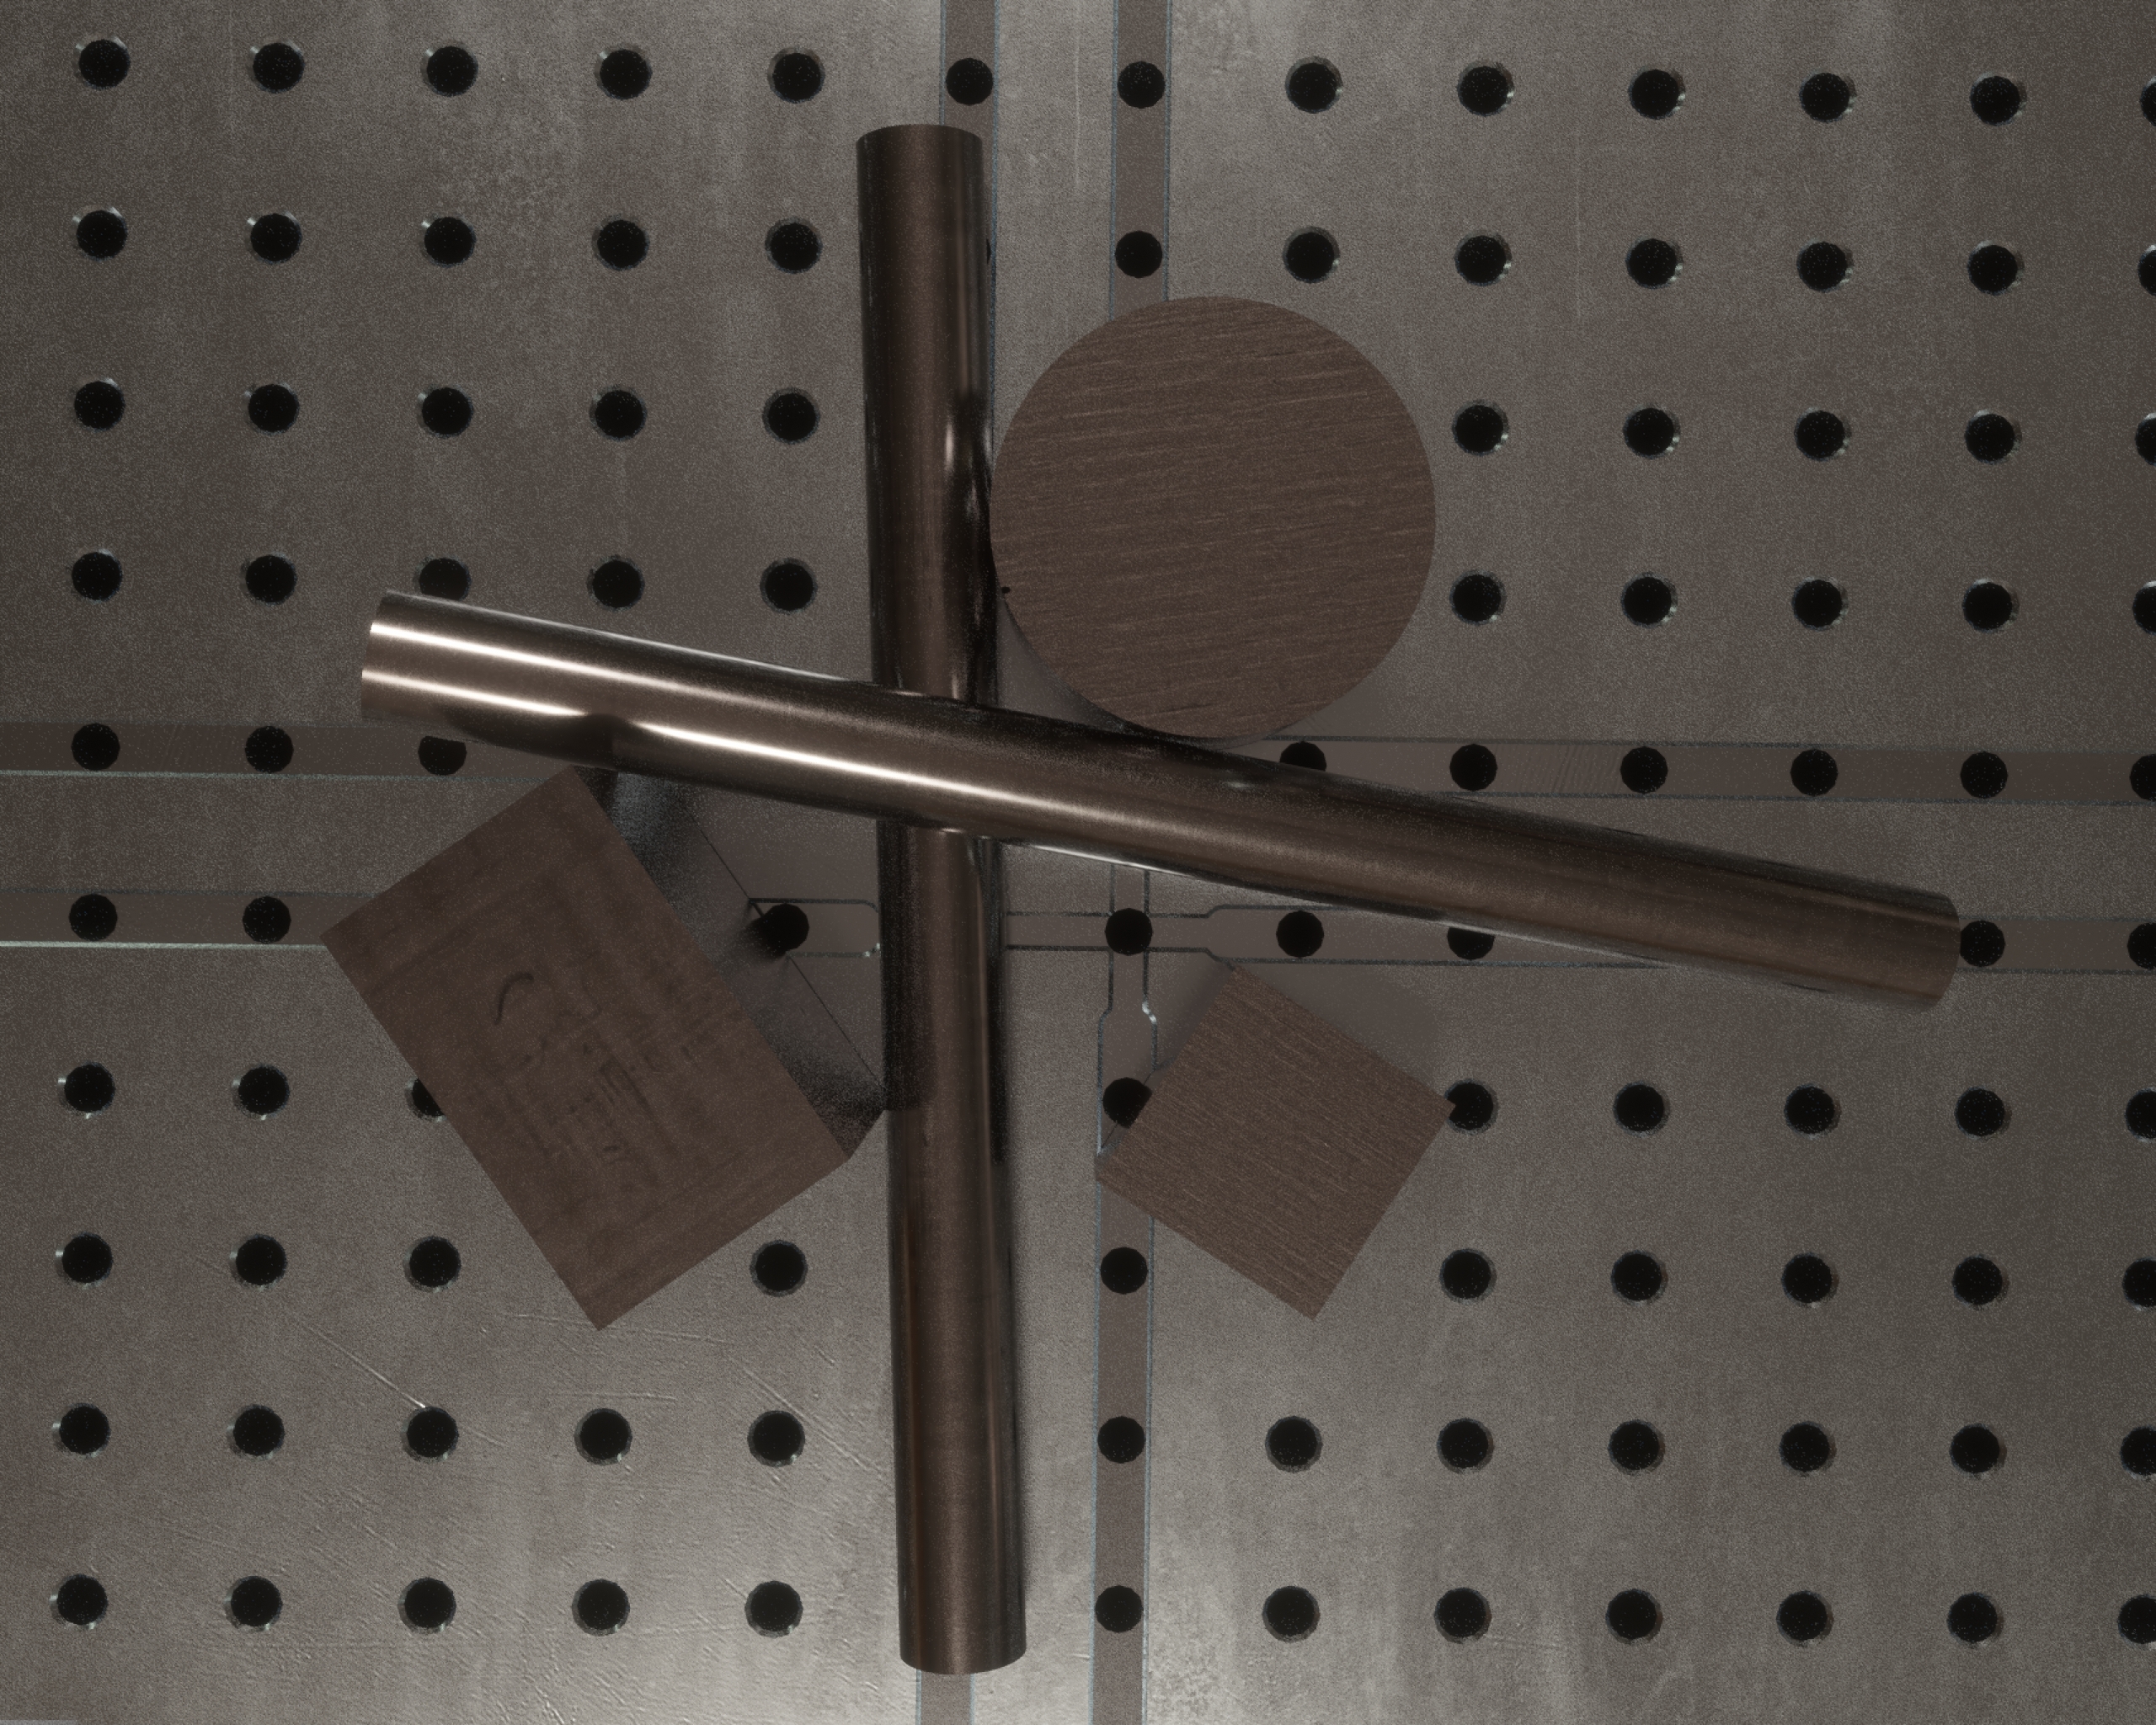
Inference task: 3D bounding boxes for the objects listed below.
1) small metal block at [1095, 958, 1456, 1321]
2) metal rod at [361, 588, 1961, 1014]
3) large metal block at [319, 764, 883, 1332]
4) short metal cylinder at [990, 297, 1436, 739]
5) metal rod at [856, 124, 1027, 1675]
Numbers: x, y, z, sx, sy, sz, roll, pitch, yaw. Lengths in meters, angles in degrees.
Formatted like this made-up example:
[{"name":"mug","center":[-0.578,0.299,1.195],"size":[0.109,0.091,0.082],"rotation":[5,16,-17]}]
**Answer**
[{"name":"small metal block","center":[0.038,0.054,0.415],"size":[0.050,0.025,0.050],"rotation":[33,90,-1]},{"name":"metal rod","center":[0.022,-0.009,0.395],"size":[0.302,0.025,0.025],"rotation":[11,90,-8]},{"name":"large metal block","center":[-0.082,0.030,0.384],"size":[0.050,0.080,0.080],"rotation":[-35,90,0]},{"name":"short metal cylinder","center":[0.024,-0.062,0.401],"size":[0.081,0.050,0.079],"rotation":[0,90,-1]},{"name":"metal rod","center":[-0.027,0.007,0.413],"size":[0.025,0.025,0.298],"rotation":[-2,90,-1]}]
